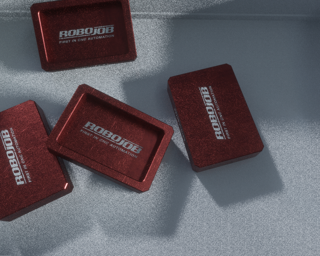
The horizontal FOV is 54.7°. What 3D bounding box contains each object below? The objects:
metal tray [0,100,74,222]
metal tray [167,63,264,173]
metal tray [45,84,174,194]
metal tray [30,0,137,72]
[{"bbox_3d":[-0.177,0.039,0.391,0.090,0.030,0.130,-25,72,-9],"label":"metal tray"},{"bbox_3d":[0.070,-0.016,0.413,0.091,0.030,0.130,-14,71,-6],"label":"metal tray"},{"bbox_3d":[-0.059,0.014,0.383,0.131,0.030,0.090,26,70,-6],"label":"metal tray"},{"bbox_3d":[-0.103,-0.132,0.433,0.131,0.030,0.089,-8,98,-3],"label":"metal tray"}]
